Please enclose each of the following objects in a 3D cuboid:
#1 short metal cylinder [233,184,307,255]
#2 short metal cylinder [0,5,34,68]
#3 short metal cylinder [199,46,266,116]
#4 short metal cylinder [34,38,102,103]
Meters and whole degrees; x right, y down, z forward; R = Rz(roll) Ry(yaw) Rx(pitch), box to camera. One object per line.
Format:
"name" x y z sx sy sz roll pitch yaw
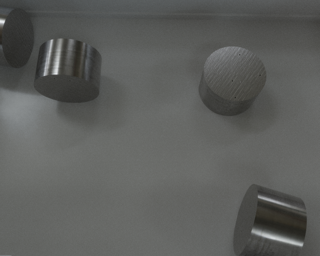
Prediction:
"short metal cylinder" 0.119 0.108 0.343 0.050 0.080 0.080 17 71 6
"short metal cylinder" -0.217 -0.126 0.424 0.050 0.080 0.080 10 70 3
"short metal cylinder" 0.096 -0.062 0.420 0.081 0.050 0.080 0 70 0
"short metal cylinder" -0.119 -0.072 0.405 0.081 0.080 0.050 0 70 0
